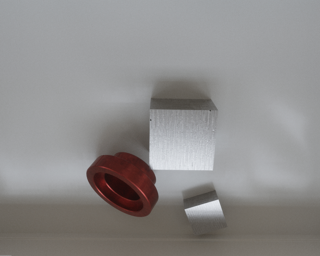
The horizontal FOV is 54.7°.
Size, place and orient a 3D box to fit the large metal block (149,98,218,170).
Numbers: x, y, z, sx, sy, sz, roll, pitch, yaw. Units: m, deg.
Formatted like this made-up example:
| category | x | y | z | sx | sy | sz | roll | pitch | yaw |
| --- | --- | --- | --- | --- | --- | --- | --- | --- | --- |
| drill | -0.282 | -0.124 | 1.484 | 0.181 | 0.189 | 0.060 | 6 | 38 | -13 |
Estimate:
| category | x | y | z | sx | sy | sz | roll | pitch | yaw |
| --- | --- | --- | --- | --- | --- | --- | --- | --- | --- |
| large metal block | 0.027 | 0.007 | 0.401 | 0.081 | 0.050 | 0.079 | 1 | 110 | -1 |

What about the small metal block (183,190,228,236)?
| category | x | y | z | sx | sy | sz | roll | pitch | yaw |
| --- | --- | --- | --- | --- | --- | --- | --- | --- | --- |
| small metal block | 0.067 | 0.126 | 0.459 | 0.050 | 0.025 | 0.050 | -18 | 109 | 6 |

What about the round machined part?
| category | x | y | z | sx | sy | sz | roll | pitch | yaw |
| --- | --- | --- | --- | --- | --- | --- | --- | --- | --- |
| round machined part | -0.045 | 0.070 | 0.411 | 0.098 | 0.042 | 0.097 | 21 | 140 | 19 |
